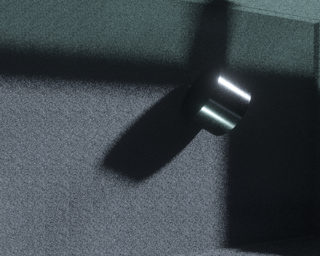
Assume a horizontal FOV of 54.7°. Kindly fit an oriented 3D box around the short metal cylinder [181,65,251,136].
[{"bbox_3d":[0.072,-0.036,0.409,0.050,0.080,0.080,29,80,-18],"label":"short metal cylinder"}]
